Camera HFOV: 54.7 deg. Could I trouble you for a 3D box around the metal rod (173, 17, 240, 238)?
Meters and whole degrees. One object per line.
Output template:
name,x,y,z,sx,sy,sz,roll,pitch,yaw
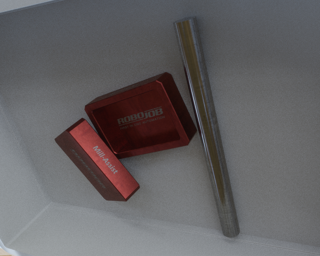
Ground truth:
metal rod,0.064,0.017,0.384,0.025,0.025,0.298,-2,118,29

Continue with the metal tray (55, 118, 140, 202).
metal tray,-0.097,0.052,0.465,0.130,0.030,0.090,52,150,-10

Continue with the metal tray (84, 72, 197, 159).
metal tray,-0.028,-0.011,0.411,0.130,0.030,0.090,-14,111,33

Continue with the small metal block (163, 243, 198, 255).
small metal block,0.039,0.227,0.530,0.050,0.025,0.050,-3,117,29
